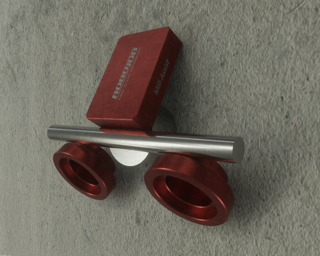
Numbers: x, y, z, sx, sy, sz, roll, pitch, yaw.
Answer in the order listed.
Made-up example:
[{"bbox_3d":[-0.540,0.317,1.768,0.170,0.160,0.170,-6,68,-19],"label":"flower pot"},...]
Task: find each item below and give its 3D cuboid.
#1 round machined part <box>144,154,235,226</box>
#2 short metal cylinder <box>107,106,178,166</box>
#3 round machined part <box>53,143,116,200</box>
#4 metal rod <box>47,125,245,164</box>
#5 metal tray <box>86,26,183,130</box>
[{"bbox_3d":[0.035,0.061,0.342,0.098,0.042,0.097,22,144,18],"label":"round machined part"},{"bbox_3d":[-0.024,0.008,0.408,0.080,0.050,0.079,0,90,39],"label":"short metal cylinder"},{"bbox_3d":[-0.105,0.058,0.459,0.098,0.042,0.097,22,140,20],"label":"round machined part"},{"bbox_3d":[-0.044,0.014,0.377,0.300,0.025,0.025,3,92,39],"label":"metal rod"},{"bbox_3d":[-0.033,-0.062,0.393,0.090,0.030,0.130,3,66,39],"label":"metal tray"}]
